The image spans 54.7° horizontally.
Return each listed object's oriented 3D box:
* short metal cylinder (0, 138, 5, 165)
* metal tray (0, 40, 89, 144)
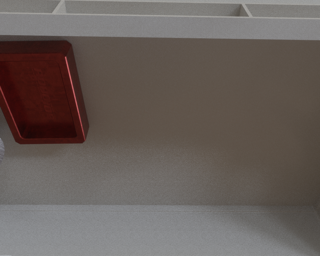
[{"bbox_3d":[-0.246,0.027,0.384,0.050,0.080,0.079,29,139,30],"label":"short metal cylinder"},{"bbox_3d":[-0.142,-0.038,0.371,0.091,0.030,0.129,-1,130,0],"label":"metal tray"}]
